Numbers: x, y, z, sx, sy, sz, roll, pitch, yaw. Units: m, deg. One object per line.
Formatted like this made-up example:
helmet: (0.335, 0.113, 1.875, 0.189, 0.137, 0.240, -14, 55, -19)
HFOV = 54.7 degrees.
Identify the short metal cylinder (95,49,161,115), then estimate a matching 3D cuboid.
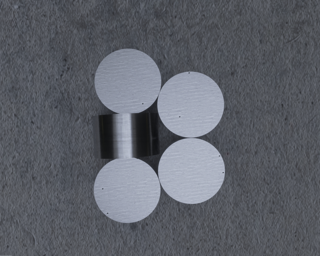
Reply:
short metal cylinder: (-0.038, -0.056, 0.398, 0.080, 0.050, 0.080, 0, 90, 1)

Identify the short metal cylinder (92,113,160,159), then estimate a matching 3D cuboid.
short metal cylinder: (-0.042, 0.009, 0.383, 0.080, 0.080, 0.050, -3, 90, 0)

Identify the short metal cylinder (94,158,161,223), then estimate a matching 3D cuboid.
short metal cylinder: (-0.039, 0.074, 0.398, 0.080, 0.050, 0.080, 0, 90, 1)

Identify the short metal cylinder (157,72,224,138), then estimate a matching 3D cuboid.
short metal cylinder: (0.037, -0.029, 0.398, 0.081, 0.050, 0.080, 0, 91, 0)

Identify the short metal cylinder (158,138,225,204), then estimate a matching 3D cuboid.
short metal cylinder: (0.038, 0.051, 0.398, 0.080, 0.050, 0.080, 0, 91, 1)
